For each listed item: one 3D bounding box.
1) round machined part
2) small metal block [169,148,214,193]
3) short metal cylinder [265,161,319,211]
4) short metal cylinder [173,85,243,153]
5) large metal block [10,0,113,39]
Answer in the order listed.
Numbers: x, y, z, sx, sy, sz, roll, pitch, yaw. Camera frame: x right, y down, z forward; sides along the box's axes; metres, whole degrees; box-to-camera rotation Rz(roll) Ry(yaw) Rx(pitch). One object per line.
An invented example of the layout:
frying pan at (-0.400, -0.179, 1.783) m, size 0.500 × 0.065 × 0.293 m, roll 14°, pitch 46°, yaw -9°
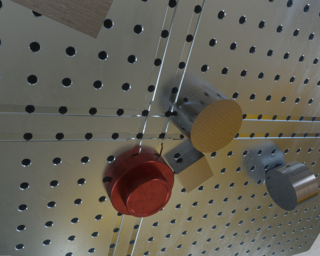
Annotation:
round machined part at (-0.023, 0.089, 0.445) m, size 0.099 × 0.042 × 0.097 m, roll -14°, pitch 124°, yaw -21°
small metal block at (0.050, 0.066, 0.481) m, size 0.050 × 0.025 × 0.050 m, roll -34°, pitch 129°, yaw -7°
short metal cylinder at (0.245, 0.107, 0.579) m, size 0.050 × 0.080 × 0.079 m, roll -18°, pitch 126°, yaw -18°
short metal cylinder at (0.065, -0.013, 0.424) m, size 0.081 × 0.050 × 0.079 m, roll -14°, pitch 124°, yaw -21°
large metal block at (-0.082, -0.136, 0.267) m, size 0.081 × 0.050 × 0.080 m, roll 17°, pitch 109°, yaw -35°
